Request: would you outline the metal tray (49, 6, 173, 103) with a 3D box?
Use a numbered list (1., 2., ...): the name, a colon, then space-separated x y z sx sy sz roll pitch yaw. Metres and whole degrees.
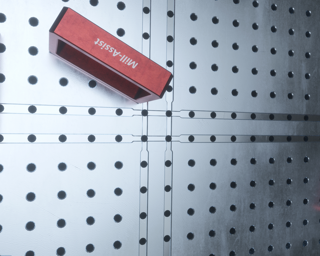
1. metal tray: -0.059 -0.075 0.355 0.131 0.090 0.030 30 81 -18
